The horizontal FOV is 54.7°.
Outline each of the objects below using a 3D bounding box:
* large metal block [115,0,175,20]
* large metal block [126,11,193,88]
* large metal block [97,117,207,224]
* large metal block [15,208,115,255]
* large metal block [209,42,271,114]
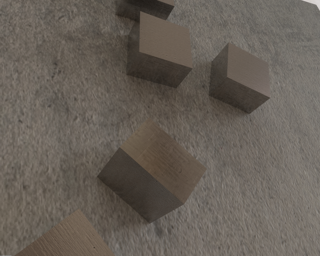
[{"bbox_3d":[-0.027,-0.221,0.510,0.081,0.050,0.080,10,57,-23],"label":"large metal block"},{"bbox_3d":[-0.002,-0.114,0.458,0.081,0.050,0.080,13,57,-22],"label":"large metal block"},{"bbox_3d":[-0.011,0.048,0.334,0.080,0.080,0.050,42,51,0],"label":"large metal block"},{"bbox_3d":[-0.083,0.131,0.264,0.081,0.050,0.080,-34,81,-38],"label":"large metal block"},{"bbox_3d":[0.131,-0.081,0.510,0.080,0.050,0.080,22,53,-15],"label":"large metal block"}]
